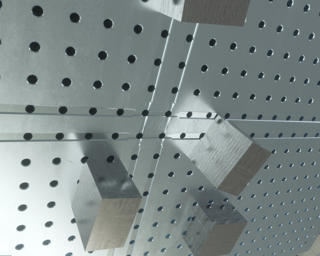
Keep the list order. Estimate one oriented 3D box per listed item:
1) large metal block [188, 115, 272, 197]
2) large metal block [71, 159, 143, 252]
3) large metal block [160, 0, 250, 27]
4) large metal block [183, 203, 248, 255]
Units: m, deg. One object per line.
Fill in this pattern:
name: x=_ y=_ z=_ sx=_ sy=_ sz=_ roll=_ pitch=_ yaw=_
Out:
large metal block: x=0.100 y=0.040 z=0.458 sx=0.050 sy=0.080 sz=0.080 roll=26 pitch=104 yaw=-38
large metal block: x=-0.072 y=0.095 z=0.397 sx=0.050 sy=0.080 sz=0.079 roll=6 pitch=115 yaw=-32
large metal block: x=0.052 y=-0.156 z=0.328 sx=0.081 sy=0.050 sz=0.079 roll=-5 pitch=121 yaw=-26
large metal block: x=0.100 y=0.188 z=0.569 sx=0.081 sy=0.050 sz=0.079 roll=7 pitch=115 yaw=-32
